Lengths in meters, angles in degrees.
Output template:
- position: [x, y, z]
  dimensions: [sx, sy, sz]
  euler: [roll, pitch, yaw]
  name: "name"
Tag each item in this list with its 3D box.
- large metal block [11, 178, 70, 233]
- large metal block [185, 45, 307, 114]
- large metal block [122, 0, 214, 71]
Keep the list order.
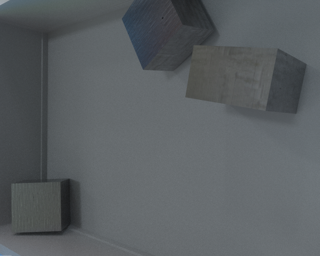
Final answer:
- position: [-0.202, 0.131, 0.531]
  dimensions: [0.080, 0.050, 0.080]
  euler: [-2, 87, 0]
  name: "large metal block"
- position: [0.084, -0.046, 0.301]
  dimensions: [0.080, 0.081, 0.050]
  euler: [15, 100, 39]
  name: "large metal block"
- position: [0.006, -0.126, 0.377]
  dimensions: [0.080, 0.050, 0.080]
  euler: [-40, 66, 44]
  name: "large metal block"
